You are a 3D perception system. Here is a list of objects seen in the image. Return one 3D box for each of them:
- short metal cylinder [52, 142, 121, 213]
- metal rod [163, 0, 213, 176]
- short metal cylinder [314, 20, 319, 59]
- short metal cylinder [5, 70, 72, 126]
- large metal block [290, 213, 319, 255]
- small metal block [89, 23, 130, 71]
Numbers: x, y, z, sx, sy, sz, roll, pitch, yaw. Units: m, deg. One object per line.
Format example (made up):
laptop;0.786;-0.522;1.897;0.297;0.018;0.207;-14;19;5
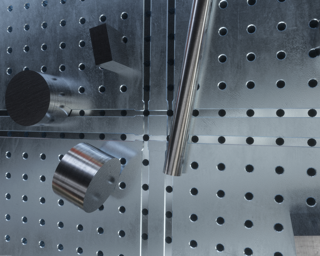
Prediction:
short metal cylinder;-0.097;0.066;0.417;0.050;0.080;0.080;24;98;18
metal rod;0.041;-0.087;0.397;0.025;0.025;0.298;11;94;19
short metal cylinder;0.209;-0.102;0.325;0.080;0.050;0.080;0;90;20
short metal cylinder;-0.180;-0.042;0.463;0.080;0.050;0.080;0;90;20
large metal block;0.182;0.122;0.319;0.080;0.080;0.050;-8;88;20
small metal block;-0.068;-0.108;0.423;0.025;0.050;0.050;-12;86;20
